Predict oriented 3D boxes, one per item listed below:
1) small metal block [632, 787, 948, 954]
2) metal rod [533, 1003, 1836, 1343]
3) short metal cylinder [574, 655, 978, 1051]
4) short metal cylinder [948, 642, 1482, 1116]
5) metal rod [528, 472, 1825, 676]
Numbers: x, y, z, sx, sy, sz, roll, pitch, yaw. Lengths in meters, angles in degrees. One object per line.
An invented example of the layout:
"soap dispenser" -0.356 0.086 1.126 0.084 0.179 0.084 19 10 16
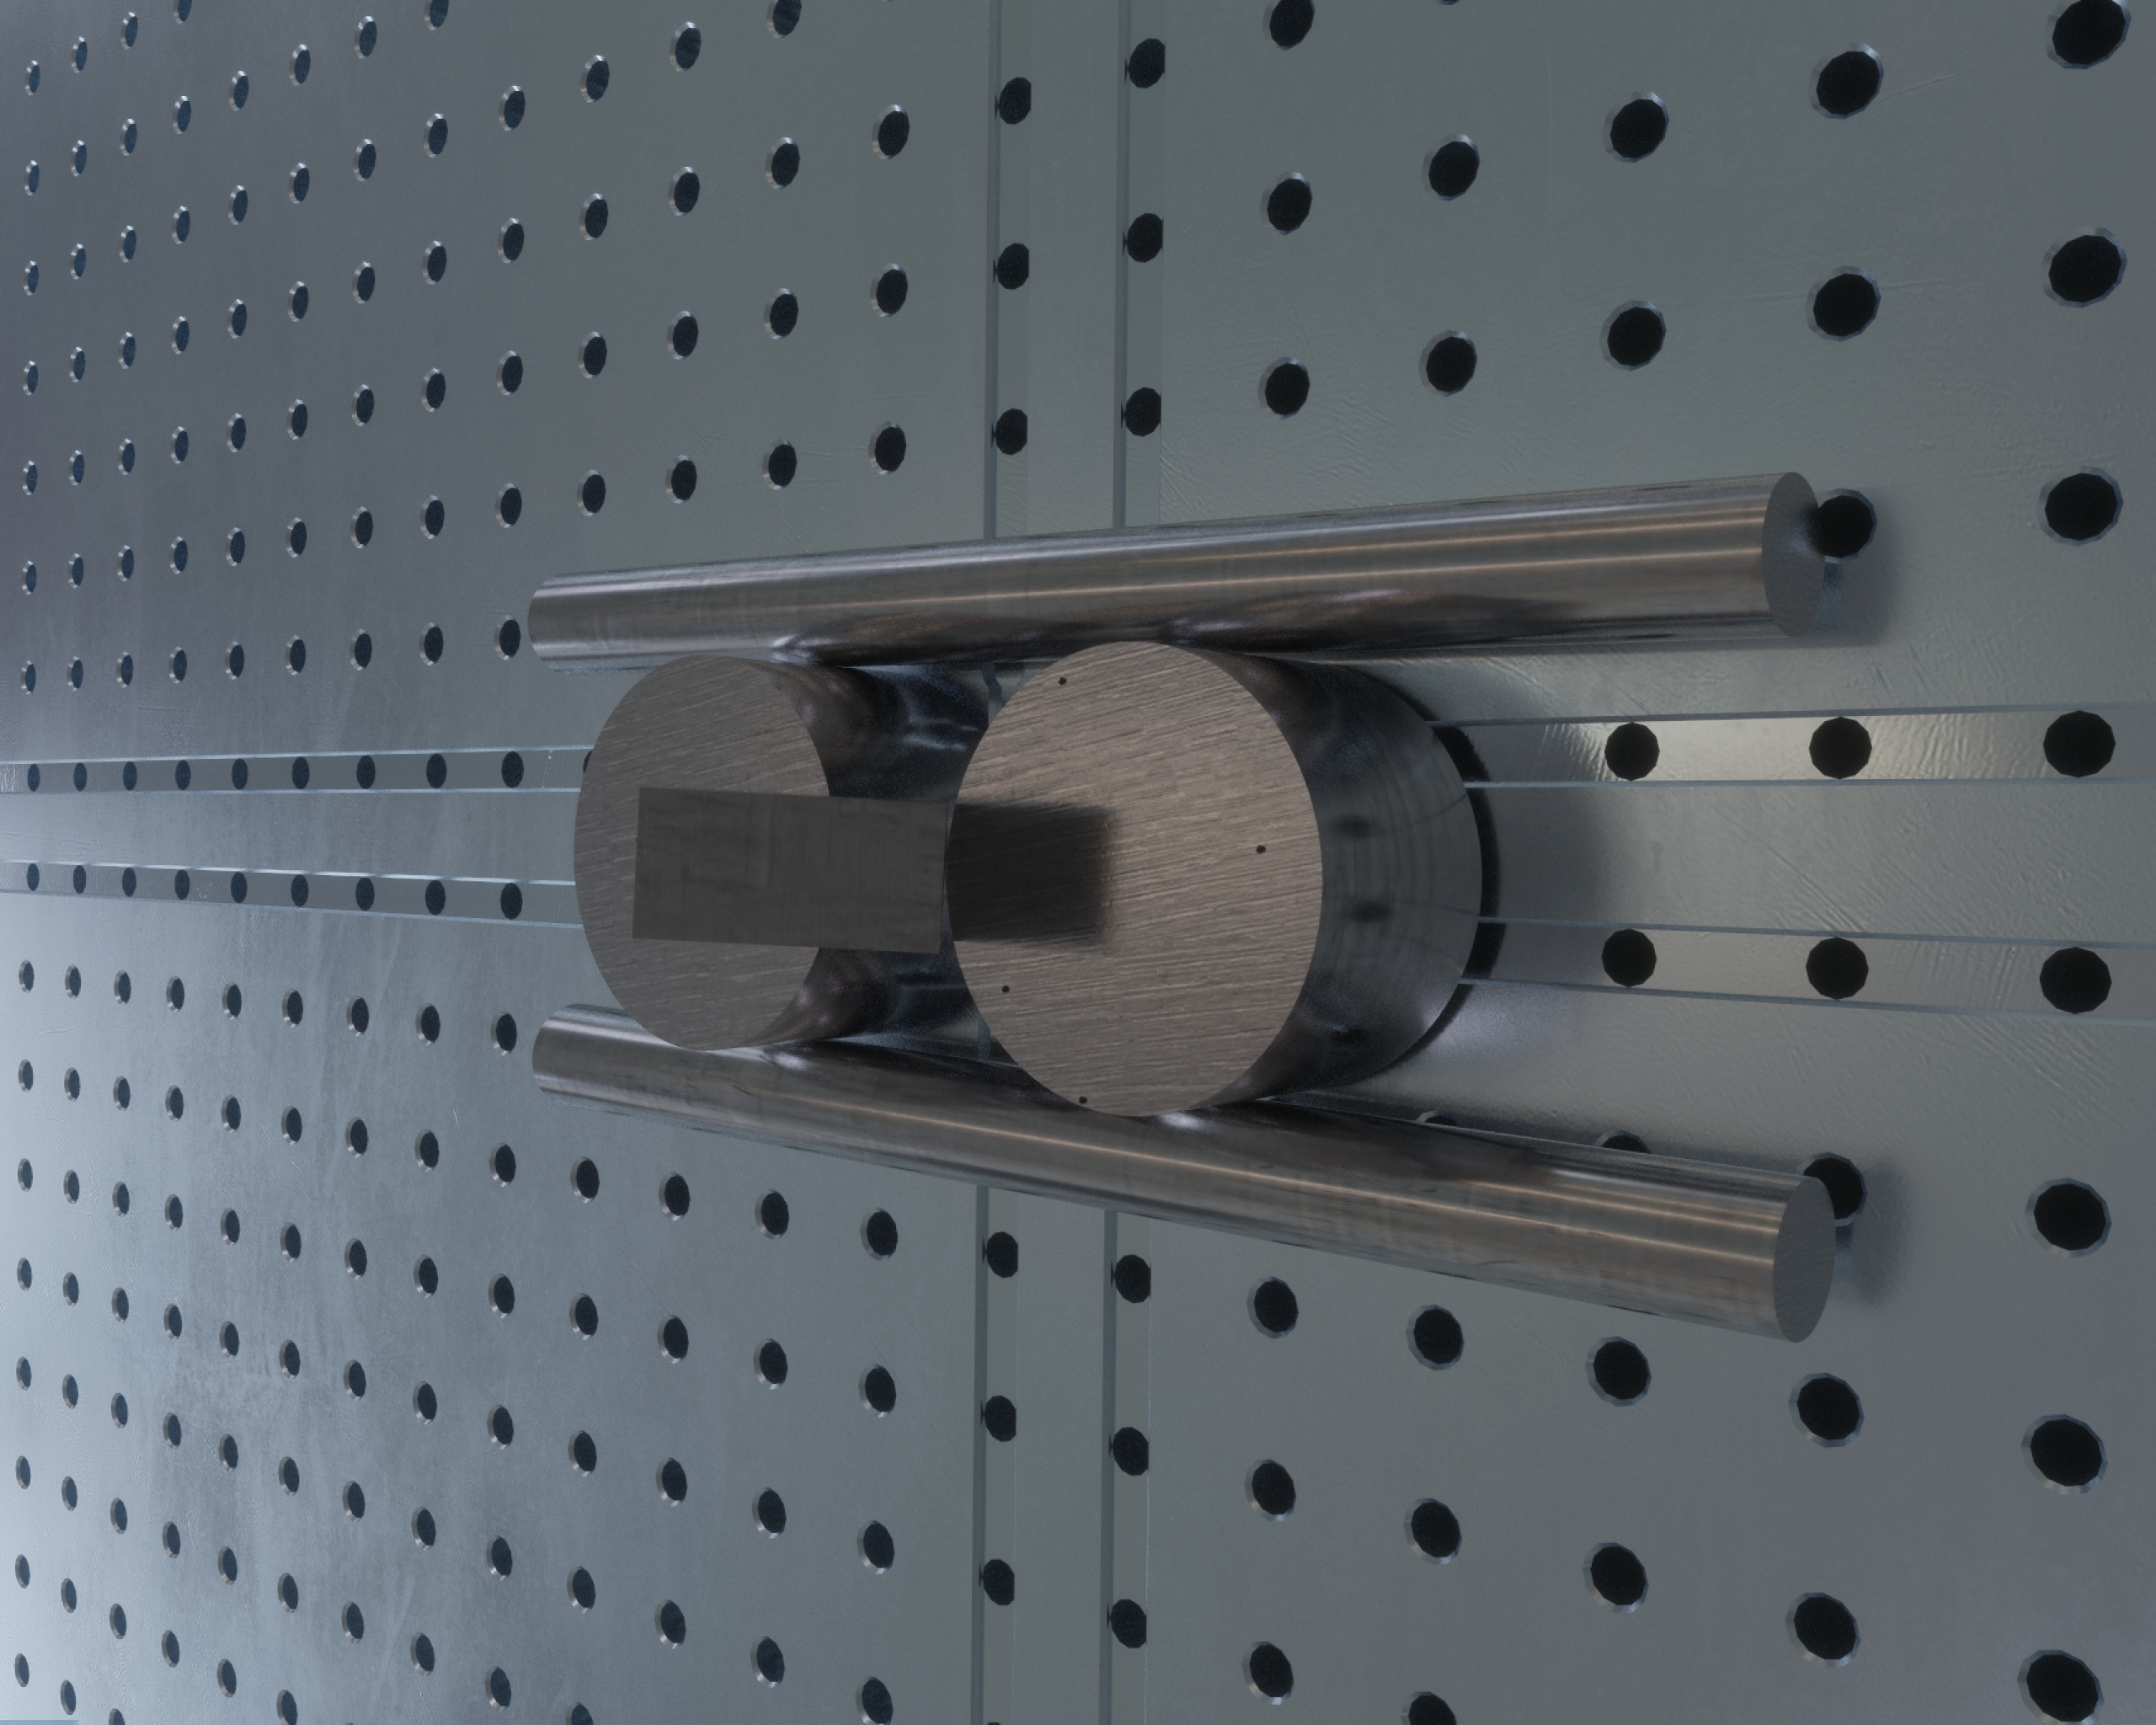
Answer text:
"small metal block" -0.049 0.001 0.368 0.050 0.050 0.025 3 92 -3
"metal rod" -0.006 0.053 0.410 0.300 0.025 0.025 3 92 39
"short metal cylinder" -0.060 -0.002 0.439 0.080 0.050 0.079 0 90 40
"short metal cylinder" 0.023 0.003 0.369 0.080 0.050 0.079 0 90 40
"metal rod" -0.007 -0.052 0.411 0.300 0.025 0.025 3 92 39
